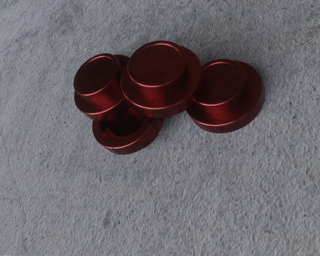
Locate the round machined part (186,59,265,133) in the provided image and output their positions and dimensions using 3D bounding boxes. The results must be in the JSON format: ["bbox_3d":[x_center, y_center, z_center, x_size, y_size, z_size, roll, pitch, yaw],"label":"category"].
[{"bbox_3d":[0.075,-0.046,0.382,0.098,0.042,0.098,-13,56,20],"label":"round machined part"}]

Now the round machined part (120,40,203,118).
[{"bbox_3d":[0.000,-0.064,0.365,0.098,0.042,0.098,-5,60,10],"label":"round machined part"}]

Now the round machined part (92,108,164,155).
[{"bbox_3d":[-0.038,-0.008,0.418,0.098,0.042,0.098,-13,56,20],"label":"round machined part"}]

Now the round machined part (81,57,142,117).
[{"bbox_3d":[-0.082,-0.070,0.477,0.098,0.042,0.098,-13,56,20],"label":"round machined part"}]

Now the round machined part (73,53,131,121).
[{"bbox_3d":[-0.075,-0.061,0.415,0.098,0.042,0.098,-13,56,20],"label":"round machined part"}]
